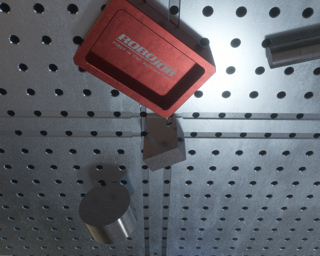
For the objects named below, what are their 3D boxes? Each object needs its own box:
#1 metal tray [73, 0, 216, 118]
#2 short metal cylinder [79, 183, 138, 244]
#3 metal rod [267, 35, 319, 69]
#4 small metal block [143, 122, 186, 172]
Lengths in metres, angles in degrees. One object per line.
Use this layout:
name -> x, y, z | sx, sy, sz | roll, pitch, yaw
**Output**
metal tray -> -0.015, -0.076, 0.342 | 0.131, 0.030, 0.090 | 30, 124, -24
short metal cylinder -> -0.080, 0.133, 0.488 | 0.080, 0.080, 0.050 | -8, 130, 6
metal rod -> 0.268, -0.106, 0.323 | 0.301, 0.025, 0.025 | -11, 129, 9
small metal block -> 0.006, 0.025, 0.416 | 0.050, 0.050, 0.025 | -22, 127, 17
